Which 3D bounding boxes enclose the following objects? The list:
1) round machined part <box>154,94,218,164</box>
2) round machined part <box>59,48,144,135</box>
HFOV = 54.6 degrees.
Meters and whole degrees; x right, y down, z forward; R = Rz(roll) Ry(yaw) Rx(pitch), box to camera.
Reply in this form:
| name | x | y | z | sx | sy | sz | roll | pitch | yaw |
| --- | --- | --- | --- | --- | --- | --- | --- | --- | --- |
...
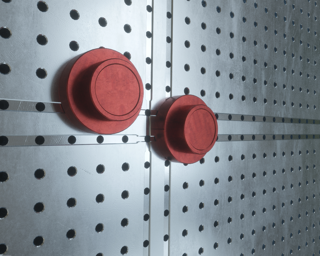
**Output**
| name | x | y | z | sx | sy | sz | roll | pitch | yaw |
| --- | --- | --- | --- | --- | --- | --- | --- | --- | --- |
| round machined part | 0.043 | 0.002 | 0.433 | 0.099 | 0.042 | 0.097 | 0 | 90 | -40 |
| round machined part | -0.057 | -0.041 | 0.349 | 0.099 | 0.042 | 0.097 | 0 | 90 | -40 |
